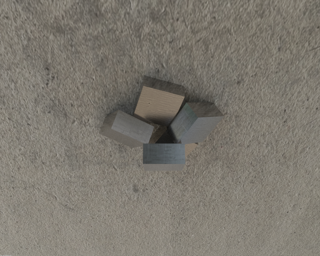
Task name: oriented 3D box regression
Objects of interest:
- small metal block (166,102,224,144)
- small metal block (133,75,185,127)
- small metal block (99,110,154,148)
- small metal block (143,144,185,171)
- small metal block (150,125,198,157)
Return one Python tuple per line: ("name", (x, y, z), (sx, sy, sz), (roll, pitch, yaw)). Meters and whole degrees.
("small metal block", (0.044, -0.006, 0.390), (0.050, 0.025, 0.050), (-5, 141, -43))
("small metal block", (-0.003, -0.032, 0.382), (0.050, 0.025, 0.050), (13, 129, -12))
("small metal block", (-0.044, 0.003, 0.395), (0.050, 0.025, 0.050), (26, 161, -22))
("small metal block", (0.005, 0.038, 0.393), (0.050, 0.025, 0.050), (0, 163, -1))
("small metal block", (0.016, 0.020, 0.427), (0.050, 0.025, 0.050), (26, 125, -21))
